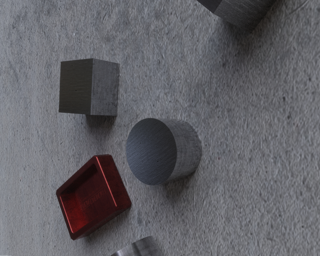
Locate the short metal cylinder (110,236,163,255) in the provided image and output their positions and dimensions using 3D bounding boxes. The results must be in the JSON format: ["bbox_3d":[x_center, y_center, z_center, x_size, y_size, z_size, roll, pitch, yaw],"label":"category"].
[{"bbox_3d":[-0.033,0.182,0.397,0.080,0.081,0.050,-46,63,30],"label":"short metal cylinder"}]

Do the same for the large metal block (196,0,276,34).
[{"bbox_3d":[0.081,-0.149,0.303,0.050,0.081,0.080,51,120,28],"label":"large metal block"}]

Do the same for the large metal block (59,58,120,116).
[{"bbox_3d":[-0.110,-0.061,0.480,0.080,0.050,0.079,5,94,40],"label":"large metal block"}]

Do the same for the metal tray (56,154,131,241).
[{"bbox_3d":[-0.110,0.111,0.492,0.129,0.030,0.090,-40,66,32],"label":"metal tray"}]

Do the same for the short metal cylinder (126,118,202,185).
[{"bbox_3d":[0.004,0.028,0.385,0.080,0.050,0.080,0,90,40],"label":"short metal cylinder"}]
